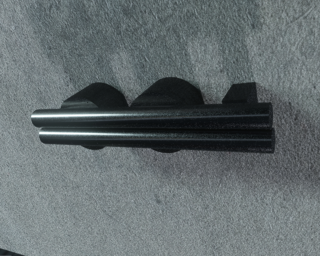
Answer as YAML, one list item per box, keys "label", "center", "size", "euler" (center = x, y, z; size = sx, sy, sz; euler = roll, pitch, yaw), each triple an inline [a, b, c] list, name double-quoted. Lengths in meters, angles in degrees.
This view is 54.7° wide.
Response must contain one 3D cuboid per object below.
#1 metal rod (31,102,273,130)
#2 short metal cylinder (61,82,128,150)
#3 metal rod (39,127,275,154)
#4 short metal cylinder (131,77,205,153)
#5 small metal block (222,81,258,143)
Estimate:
- label: "metal rod"
  center: [-0.032, -0.012, 0.352]
  size: [0.300, 0.025, 0.025]
  euler: [0, 119, 28]
- label: "short metal cylinder"
  center: [-0.089, -0.017, 0.427]
  size: [0.080, 0.050, 0.079]
  euler: [13, 124, 21]
- label: "metal rod"
  center: [-0.026, 0.011, 0.363]
  size: [0.300, 0.025, 0.025]
  euler: [0, 119, 28]
- label: "short metal cylinder"
  center: [0.010, -0.016, 0.378]
  size: [0.080, 0.050, 0.079]
  euler: [13, 124, 21]
- label: "small metal block"
  center: [0.090, -0.017, 0.336]
  size: [0.025, 0.050, 0.050]
  euler: [-2, 117, 29]
